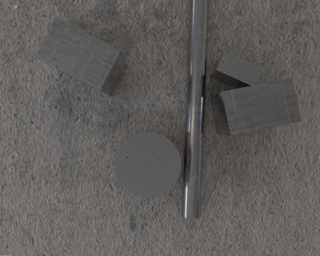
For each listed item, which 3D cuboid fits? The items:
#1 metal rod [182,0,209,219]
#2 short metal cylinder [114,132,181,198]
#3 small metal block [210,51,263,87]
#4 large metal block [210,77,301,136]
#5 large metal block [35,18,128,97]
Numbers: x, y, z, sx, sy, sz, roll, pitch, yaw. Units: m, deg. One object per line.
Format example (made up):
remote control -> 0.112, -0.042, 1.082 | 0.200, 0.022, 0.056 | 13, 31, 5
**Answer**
metal rod -> 0.047, -0.033, 0.410 | 0.025, 0.025, 0.298 | 2, 90, 0
short metal cylinder -> -0.015, 0.044, 0.397 | 0.081, 0.050, 0.080 | 0, 90, 0
small metal block -> 0.096, -0.071, 0.398 | 0.050, 0.050, 0.025 | 24, 90, 0
large metal block -> 0.113, -0.024, 0.384 | 0.080, 0.080, 0.050 | -12, 90, 0
large metal block -> -0.091, -0.082, 0.382 | 0.080, 0.080, 0.050 | 27, 90, 0
